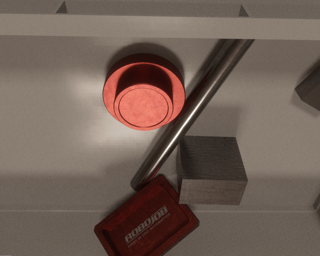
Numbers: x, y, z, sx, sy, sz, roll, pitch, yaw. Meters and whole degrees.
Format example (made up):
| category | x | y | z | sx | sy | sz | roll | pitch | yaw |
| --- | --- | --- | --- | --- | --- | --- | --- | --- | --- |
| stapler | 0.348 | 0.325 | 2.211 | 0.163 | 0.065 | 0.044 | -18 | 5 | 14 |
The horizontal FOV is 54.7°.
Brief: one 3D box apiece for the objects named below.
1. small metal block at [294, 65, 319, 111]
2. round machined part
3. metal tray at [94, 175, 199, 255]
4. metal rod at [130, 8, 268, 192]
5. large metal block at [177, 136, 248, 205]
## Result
| category | x | y | z | sx | sy | sz | roll | pitch | yaw |
| --- | --- | --- | --- | --- | --- | --- | --- | --- | --- |
| small metal block | 0.202 | -0.047 | 0.372 | 0.050 | 0.025 | 0.050 | 24 | 126 | -20 |
| round machined part | -0.019 | -0.035 | 0.368 | 0.099 | 0.042 | 0.097 | -1 | 130 | 0 |
| metal tray | -0.019 | 0.144 | 0.454 | 0.130 | 0.090 | 0.030 | -38 | 155 | -5 |
| metal rod | 0.032 | -0.012 | 0.399 | 0.025 | 0.025 | 0.298 | 21 | 127 | -17 |
| large metal block | 0.066 | 0.056 | 0.422 | 0.081 | 0.080 | 0.050 | 2 | 130 | -2 |
